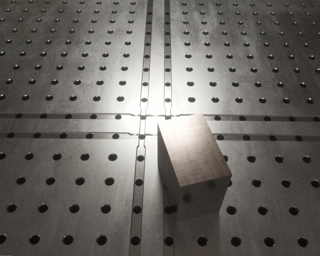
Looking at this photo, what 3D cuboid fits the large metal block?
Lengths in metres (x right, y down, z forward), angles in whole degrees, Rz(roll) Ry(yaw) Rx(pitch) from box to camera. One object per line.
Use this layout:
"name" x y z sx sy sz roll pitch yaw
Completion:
"large metal block" 0.032 0.044 0.336 0.050 0.080 0.080 -12 51 -10
